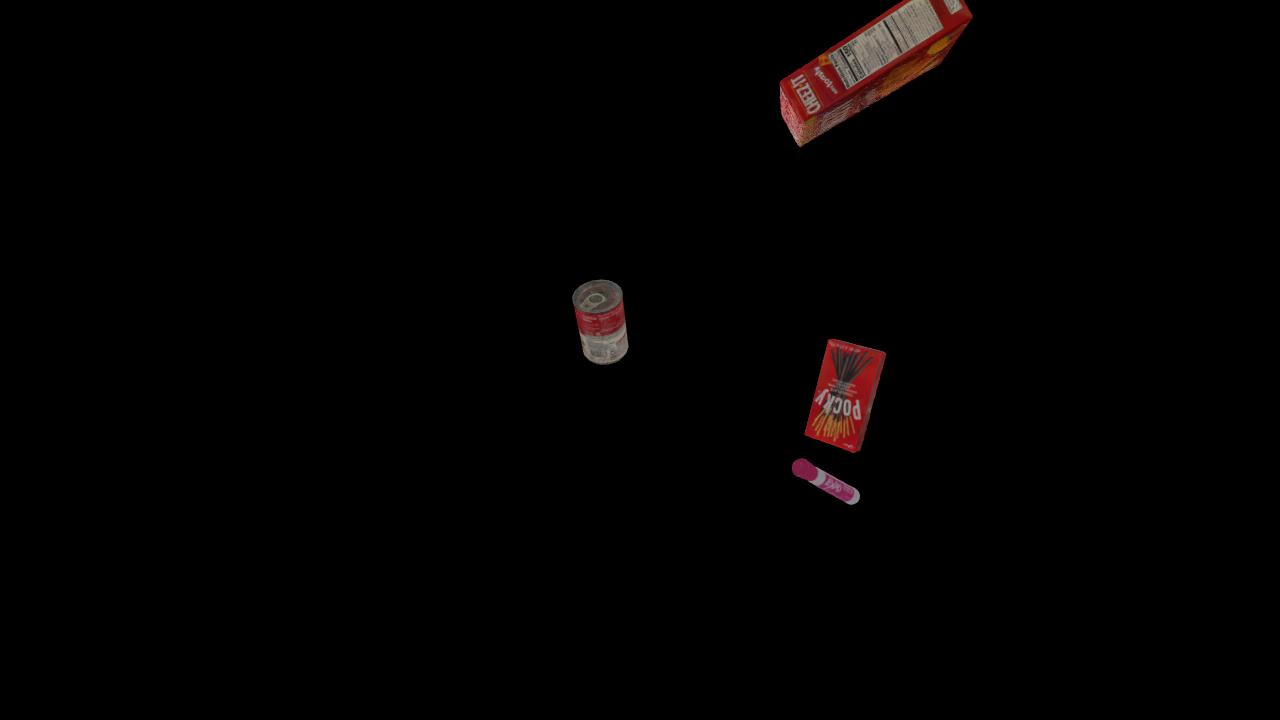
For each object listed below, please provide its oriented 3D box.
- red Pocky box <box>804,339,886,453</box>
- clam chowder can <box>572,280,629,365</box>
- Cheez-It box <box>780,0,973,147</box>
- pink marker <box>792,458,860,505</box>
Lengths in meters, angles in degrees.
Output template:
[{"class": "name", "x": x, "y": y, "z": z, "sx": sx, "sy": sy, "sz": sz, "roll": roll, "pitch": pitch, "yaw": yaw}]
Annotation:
[{"class": "red Pocky box", "x": 0.303, "y": 0.053, "z": 0.913, "sx": 0.083, "sy": 0.155, "sz": 0.028, "roll": 18, "pitch": 13, "yaw": 35}, {"class": "clam chowder can", "x": -0.052, "y": -0.051, "z": 0.850, "sx": 0.068, "sy": 0.068, "sz": 0.102, "roll": 0, "pitch": -44, "yaw": 6}, {"class": "Cheez-It box", "x": 0.298, "y": -0.384, "z": 0.817, "sx": 0.223, "sy": 0.071, "sz": 0.166, "roll": -28, "pitch": 0, "yaw": 16}, {"class": "pink marker", "x": 0.191, "y": 0.125, "z": 0.630, "sx": 0.020, "sy": 0.020, "sz": 0.121, "roll": 0, "pitch": -23, "yaw": 46}]
